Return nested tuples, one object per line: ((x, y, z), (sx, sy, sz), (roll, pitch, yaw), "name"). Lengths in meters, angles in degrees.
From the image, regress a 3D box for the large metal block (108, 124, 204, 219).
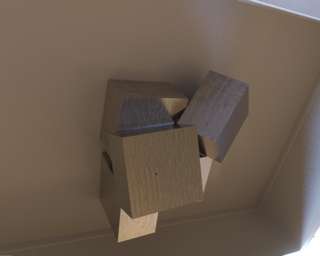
((-0.005, 0.041, 0.330), (0.081, 0.050, 0.079), (-9, 97, -24), "large metal block")

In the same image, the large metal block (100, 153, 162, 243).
((-0.041, 0.084, 0.402), (0.050, 0.080, 0.079), (-7, 122, -26), "large metal block")

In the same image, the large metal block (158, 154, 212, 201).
((0.020, 0.064, 0.440), (0.081, 0.050, 0.079), (-5, 121, -26), "large metal block")

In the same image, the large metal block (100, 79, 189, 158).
((-0.022, -0.010, 0.374), (0.081, 0.050, 0.079), (-1, 119, -28), "large metal block")

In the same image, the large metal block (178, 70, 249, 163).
((0.070, -0.012, 0.391), (0.080, 0.050, 0.080), (-58, 155, -13), "large metal block")
